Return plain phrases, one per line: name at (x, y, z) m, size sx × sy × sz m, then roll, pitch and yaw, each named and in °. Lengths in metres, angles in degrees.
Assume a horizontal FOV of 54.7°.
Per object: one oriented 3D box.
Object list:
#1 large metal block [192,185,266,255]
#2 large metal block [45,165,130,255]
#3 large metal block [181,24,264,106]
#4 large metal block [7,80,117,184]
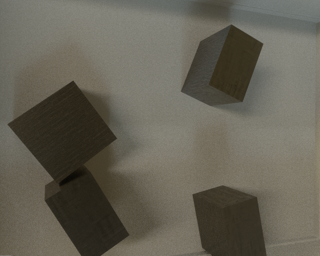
large metal block at (0.090, 0.129, 0.415) m, size 0.050 × 0.080 × 0.080 m, roll -12°, pitch 94°, yaw -20°
large metal block at (-0.085, 0.091, 0.350) m, size 0.050 × 0.080 × 0.080 m, roll -32°, pitch 101°, yaw -17°
large metal block at (0.079, -0.078, 0.410) m, size 0.050 × 0.080 × 0.080 m, roll 24°, pitch 82°, yaw -19°
large metal block at (-0.110, 0.004, 0.357) m, size 0.080 × 0.050 × 0.080 m, roll -39°, pitch 103°, yaw -16°
